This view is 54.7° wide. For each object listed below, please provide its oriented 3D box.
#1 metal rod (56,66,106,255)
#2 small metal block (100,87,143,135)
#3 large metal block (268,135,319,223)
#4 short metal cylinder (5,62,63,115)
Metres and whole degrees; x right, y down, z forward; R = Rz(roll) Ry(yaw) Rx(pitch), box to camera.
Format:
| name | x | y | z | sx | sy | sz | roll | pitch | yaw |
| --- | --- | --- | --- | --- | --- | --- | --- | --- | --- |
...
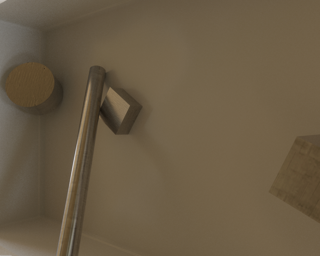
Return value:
| name | x | y | z | sx | sy | sz | roll | pitch | yaw |
| --- | --- | --- | --- | --- | --- | --- | --- | --- | --- |
| metal rod | -0.103 | 0.041 | 0.416 | 0.025 | 0.025 | 0.299 | -22 | 53 | 37 |
| small metal block | -0.060 | -0.025 | 0.454 | 0.050 | 0.025 | 0.050 | 43 | 115 | 31 |
| large metal block | 0.148 | 0.046 | 0.248 | 0.080 | 0.081 | 0.050 | 32 | 110 | 35 |
| short metal cylinder | -0.217 | -0.067 | 0.539 | 0.081 | 0.050 | 0.080 | 0 | 76 | -1 |
